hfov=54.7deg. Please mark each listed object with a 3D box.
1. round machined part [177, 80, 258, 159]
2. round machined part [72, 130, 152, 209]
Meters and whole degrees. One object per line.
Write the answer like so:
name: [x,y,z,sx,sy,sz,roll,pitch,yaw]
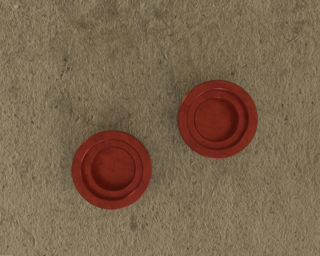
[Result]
round machined part: [0.072,-0.011,0.402,0.099,0.042,0.097,0,90,0]
round machined part: [-0.059,0.051,0.401,0.099,0.042,0.097,0,90,0]
